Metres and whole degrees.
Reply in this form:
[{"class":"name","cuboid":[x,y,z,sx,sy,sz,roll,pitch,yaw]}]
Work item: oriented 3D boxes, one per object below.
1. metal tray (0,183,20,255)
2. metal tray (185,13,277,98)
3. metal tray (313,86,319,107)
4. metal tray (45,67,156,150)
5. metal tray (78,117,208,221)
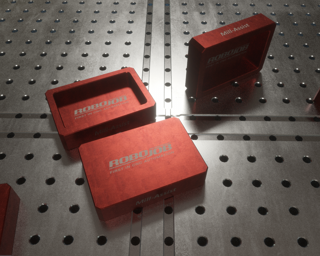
[{"class":"metal tray","cuboid":[-0.218,0.109,0.310,0.131,0.030,0.090,-6,50,-6]},{"class":"metal tray","cuboid":[0.102,-0.105,0.455,0.131,0.089,0.030,-25,55,-20]},{"class":"metal tray","cuboid":[0.304,-0.041,0.443,0.131,0.030,0.090,-19,53,-16]},{"class":"metal tray","cuboid":[-0.081,-0.031,0.429,0.131,0.030,0.090,-20,53,-16]},{"class":"metal tray","cuboid":[-0.021,0.043,0.368,0.131,0.030,0.090,-17,52,-14]}]
